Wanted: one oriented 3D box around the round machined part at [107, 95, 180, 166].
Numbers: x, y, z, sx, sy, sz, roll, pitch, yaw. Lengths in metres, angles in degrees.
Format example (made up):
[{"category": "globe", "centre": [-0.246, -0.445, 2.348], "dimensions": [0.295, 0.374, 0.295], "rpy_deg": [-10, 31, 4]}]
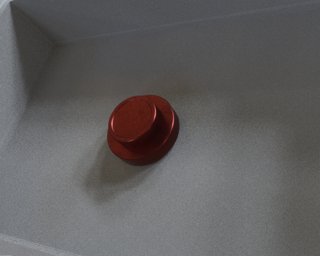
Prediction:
[{"category": "round machined part", "centre": [-0.028, -0.004, 0.406], "dimensions": [0.098, 0.042, 0.098], "rpy_deg": [-13, 56, 20]}]
